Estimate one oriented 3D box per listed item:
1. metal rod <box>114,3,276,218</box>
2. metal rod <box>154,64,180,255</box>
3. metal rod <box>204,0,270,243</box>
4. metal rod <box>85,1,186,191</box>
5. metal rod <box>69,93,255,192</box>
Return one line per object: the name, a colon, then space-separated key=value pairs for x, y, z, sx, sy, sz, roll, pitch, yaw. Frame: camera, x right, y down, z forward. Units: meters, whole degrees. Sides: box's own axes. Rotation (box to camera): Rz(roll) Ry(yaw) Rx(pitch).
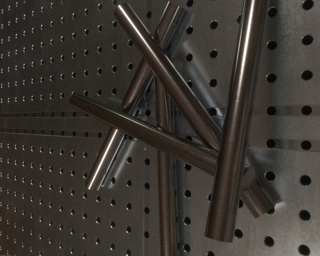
metal rod: x=0.030 y=-0.033 z=0.362 sx=0.025 sy=0.025 sz=0.299 roll=-44 pitch=70 yaw=31
metal rod: x=0.009 y=0.068 z=0.399 sx=0.025 sy=0.025 sz=0.298 roll=-4 pitch=88 yaw=39
metal rod: x=0.080 y=-0.048 z=0.295 sx=0.025 sy=0.025 sz=0.299 roll=3 pitch=78 yaw=39
metal rod: x=-0.043 y=-0.031 z=0.442 sx=0.025 sy=0.025 sz=0.298 roll=41 pitch=115 yaw=32
metal rod: x=-0.023 y=0.003 z=0.389 sx=0.300 sy=0.025 sz=0.025 roll=23 pitch=105 yaw=39
